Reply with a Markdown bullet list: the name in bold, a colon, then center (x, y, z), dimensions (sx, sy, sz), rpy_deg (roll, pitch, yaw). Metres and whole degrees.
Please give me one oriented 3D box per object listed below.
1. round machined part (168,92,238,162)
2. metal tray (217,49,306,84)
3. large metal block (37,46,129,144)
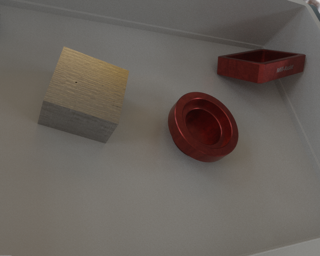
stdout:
- **round machined part**: center (0.055, 0.002, 0.425), dimensions (0.099, 0.042, 0.098), rpy_deg (14, 56, -21)
- **metal tray**: center (0.174, -0.109, 0.531), dimensions (0.131, 0.030, 0.090), rpy_deg (-18, 28, -35)
- **large metal block**: center (-0.088, -0.038, 0.366), dimensions (0.081, 0.050, 0.080), rpy_deg (18, 55, -18)
